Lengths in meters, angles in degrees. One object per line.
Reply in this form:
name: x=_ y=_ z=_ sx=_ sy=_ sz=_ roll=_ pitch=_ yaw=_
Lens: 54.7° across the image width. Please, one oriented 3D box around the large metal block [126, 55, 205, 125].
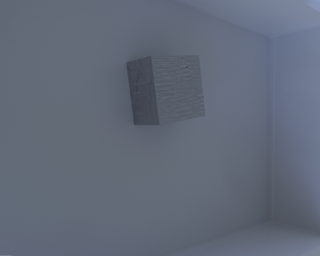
large metal block: x=0.009 y=-0.049 z=0.400 sx=0.081 sy=0.050 sz=0.079 roll=-12 pitch=98 yaw=-40
